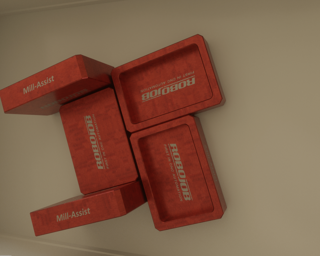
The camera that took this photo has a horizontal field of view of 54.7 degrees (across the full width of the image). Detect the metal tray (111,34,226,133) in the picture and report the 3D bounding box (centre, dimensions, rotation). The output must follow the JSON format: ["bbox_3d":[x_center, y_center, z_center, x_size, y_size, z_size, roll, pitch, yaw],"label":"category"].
[{"bbox_3d":[0.009,-0.054,0.402,0.130,0.030,0.090,-18,84,18],"label":"metal tray"}]

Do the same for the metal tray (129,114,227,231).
[{"bbox_3d":[0.022,0.057,0.397,0.090,0.030,0.129,-18,84,18],"label":"metal tray"}]

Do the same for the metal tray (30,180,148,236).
[{"bbox_3d":[-0.086,0.100,0.402,0.130,0.090,0.030,-18,84,18],"label":"metal tray"}]

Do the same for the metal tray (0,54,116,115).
[{"bbox_3d":[-0.132,-0.053,0.417,0.130,0.090,0.030,-19,84,18],"label":"metal tray"}]

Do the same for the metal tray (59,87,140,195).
[{"bbox_3d":[-0.081,0.019,0.432,0.090,0.030,0.129,-18,84,18],"label":"metal tray"}]
